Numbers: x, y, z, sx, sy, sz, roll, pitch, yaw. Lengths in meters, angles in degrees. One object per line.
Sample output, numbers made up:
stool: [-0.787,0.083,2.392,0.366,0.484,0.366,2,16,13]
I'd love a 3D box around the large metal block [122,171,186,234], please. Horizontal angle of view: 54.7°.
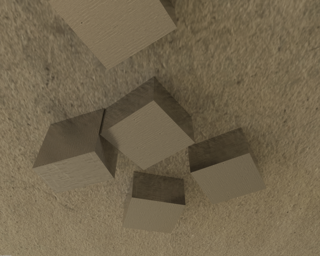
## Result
large metal block: [-0.011,0.120,0.493,0.081,0.050,0.079,11,129,-10]

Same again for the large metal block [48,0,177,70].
large metal block: [-0.040,-0.116,0.292,0.080,0.050,0.080,-27,126,20]

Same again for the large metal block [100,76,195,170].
large metal block: [-0.014,-0.003,0.388,0.080,0.050,0.080,-31,124,23]

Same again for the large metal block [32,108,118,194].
large metal block: [-0.101,0.028,0.394,0.080,0.080,0.050,-16,129,12]

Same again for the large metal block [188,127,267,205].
large metal block: [0.094,0.056,0.440,0.080,0.050,0.080,-22,127,17]
